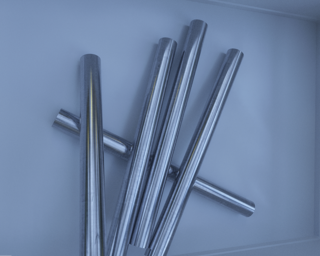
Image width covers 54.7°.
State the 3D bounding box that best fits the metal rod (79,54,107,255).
[{"bbox_3d":[-0.070,0.052,0.320,0.025,0.025,0.299,3,64,-20],"label":"metal rod"}]

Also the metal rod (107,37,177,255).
[{"bbox_3d":[-0.023,0.026,0.375,0.025,0.025,0.299,19,74,-19],"label":"metal rod"}]

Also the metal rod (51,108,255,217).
[{"bbox_3d":[0.005,0.054,0.412,0.301,0.025,0.025,28,81,-18],"label":"metal rod"}]

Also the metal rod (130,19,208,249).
[{"bbox_3d":[0.014,-0.004,0.395,0.025,0.025,0.299,21,75,-19],"label":"metal rod"}]

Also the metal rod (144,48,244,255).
[{"bbox_3d":[0.051,0.023,0.408,0.025,0.025,0.300,30,72,-18],"label":"metal rod"}]
